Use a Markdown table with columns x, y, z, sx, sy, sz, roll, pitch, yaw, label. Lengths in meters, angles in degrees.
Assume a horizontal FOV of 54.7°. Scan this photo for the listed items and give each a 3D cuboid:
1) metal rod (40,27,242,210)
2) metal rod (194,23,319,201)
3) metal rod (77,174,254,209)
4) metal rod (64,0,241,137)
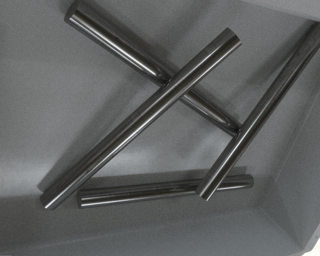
| x | y | z | sx | sy | sz | roll | pitch | yaw | label |
| --- | --- | --- | --- | --- | --- | --- | --- | --- | --- |
| -0.029 | -0.004 | 0.366 | 0.300 | 0.025 | 0.025 | -41 | 130 | 9 | metal rod |
| 0.148 | -0.023 | 0.448 | 0.025 | 0.025 | 0.299 | 36 | 90 | -39 | metal rod |
| 0.026 | 0.094 | 0.481 | 0.303 | 0.025 | 0.025 | 0 | 118 | -29 | metal rod |
| 0.019 | -0.052 | 0.386 | 0.301 | 0.025 | 0.025 | 30 | 102 | -38 | metal rod |
